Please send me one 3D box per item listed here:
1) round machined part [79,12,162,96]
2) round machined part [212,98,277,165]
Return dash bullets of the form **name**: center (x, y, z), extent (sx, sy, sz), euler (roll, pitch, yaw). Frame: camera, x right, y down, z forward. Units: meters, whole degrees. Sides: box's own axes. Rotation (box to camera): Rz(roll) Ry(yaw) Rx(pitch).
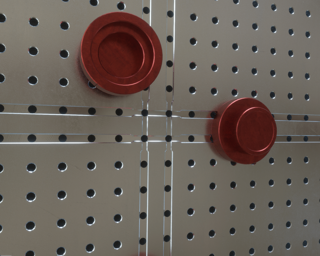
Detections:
- **round machined part**: center (-0.050, -0.088, 0.385), extent (0.099, 0.042, 0.097), euler (0, 90, -20)
- **round machined part**: center (0.129, 0.005, 0.451), extent (0.099, 0.042, 0.097), euler (0, 90, -20)
